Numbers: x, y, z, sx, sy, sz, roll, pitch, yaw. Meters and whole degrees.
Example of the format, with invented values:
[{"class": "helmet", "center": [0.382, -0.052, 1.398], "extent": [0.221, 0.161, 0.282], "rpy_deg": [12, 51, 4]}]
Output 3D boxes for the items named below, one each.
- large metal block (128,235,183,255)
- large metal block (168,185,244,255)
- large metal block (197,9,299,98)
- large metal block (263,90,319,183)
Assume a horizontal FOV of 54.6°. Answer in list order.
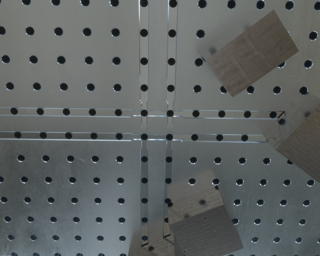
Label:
[{"class": "large metal block", "center": [0.003, 0.226, 0.483], "extent": [0.080, 0.050, 0.080], "rpy_deg": [-25, 108, 8]}, {"class": "large metal block", "center": [0.065, 0.142, 0.453], "extent": [0.080, 0.050, 0.080], "rpy_deg": [-23, 109, 8]}, {"class": "large metal block", "center": [0.094, -0.087, 0.353], "extent": [0.080, 0.080, 0.050], "rpy_deg": [-36, 106, 12]}, {"class": "large metal block", "center": [0.200, 0.011, 0.406], "extent": [0.080, 0.050, 0.080], "rpy_deg": [35, 106, -12]}]
